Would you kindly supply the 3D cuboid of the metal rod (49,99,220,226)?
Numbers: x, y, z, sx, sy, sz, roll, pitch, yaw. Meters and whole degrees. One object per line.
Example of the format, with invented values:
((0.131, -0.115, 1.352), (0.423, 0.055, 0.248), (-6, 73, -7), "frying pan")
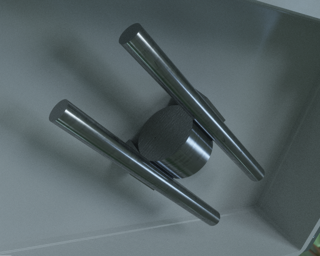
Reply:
((-0.006, 0.061, 0.379), (0.025, 0.025, 0.300), (-46, 129, 3), "metal rod")

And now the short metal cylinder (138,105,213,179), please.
((0.020, 0.018, 0.394), (0.080, 0.080, 0.050), (-45, 130, 3), "short metal cylinder")

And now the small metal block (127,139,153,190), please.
((-0.024, 0.049, 0.409), (0.025, 0.050, 0.050), (-45, 130, 3), "small metal block")

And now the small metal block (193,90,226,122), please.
((0.051, -0.026, 0.403), (0.025, 0.050, 0.050), (-45, 130, 3), "small metal block")

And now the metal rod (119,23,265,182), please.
((0.059, -0.007, 0.372), (0.025, 0.025, 0.300), (-46, 130, 3), "metal rod")
